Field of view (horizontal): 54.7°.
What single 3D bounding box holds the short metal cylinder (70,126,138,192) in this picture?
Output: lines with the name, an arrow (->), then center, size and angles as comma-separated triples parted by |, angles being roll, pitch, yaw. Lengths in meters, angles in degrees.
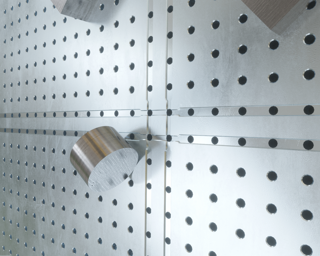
short metal cylinder -> -0.078, 0.044, 0.438 | 0.050, 0.081, 0.080 | 43, 116, 31

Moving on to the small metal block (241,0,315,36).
small metal block -> 0.119, -0.131, 0.311 | 0.050, 0.025, 0.050 | -47, 62, 30

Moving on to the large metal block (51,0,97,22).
large metal block -> -0.142, -0.238, 0.510 | 0.080, 0.050, 0.080 | 52, 120, 27
